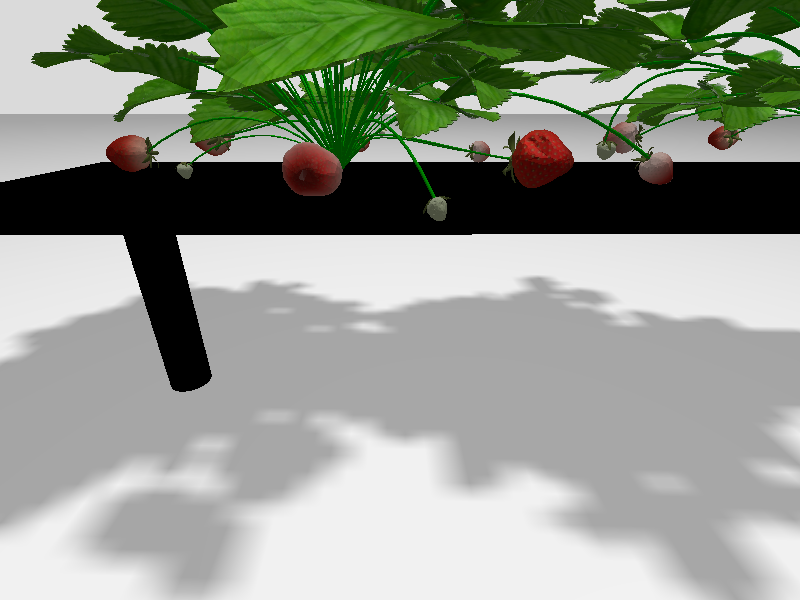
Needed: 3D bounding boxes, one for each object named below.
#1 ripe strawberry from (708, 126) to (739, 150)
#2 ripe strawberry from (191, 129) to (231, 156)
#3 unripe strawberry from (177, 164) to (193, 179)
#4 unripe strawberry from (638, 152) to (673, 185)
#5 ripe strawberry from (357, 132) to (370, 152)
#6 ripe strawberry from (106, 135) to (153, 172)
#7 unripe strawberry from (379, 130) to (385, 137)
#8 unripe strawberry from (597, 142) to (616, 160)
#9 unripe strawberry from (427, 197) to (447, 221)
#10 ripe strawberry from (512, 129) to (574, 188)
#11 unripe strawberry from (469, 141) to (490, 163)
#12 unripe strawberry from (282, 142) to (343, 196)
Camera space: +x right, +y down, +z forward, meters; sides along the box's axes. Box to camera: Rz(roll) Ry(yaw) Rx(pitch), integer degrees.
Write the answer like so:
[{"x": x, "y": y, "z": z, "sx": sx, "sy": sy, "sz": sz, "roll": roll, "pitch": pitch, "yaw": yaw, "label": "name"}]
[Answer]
[{"x": 0.382, "y": -0.192, "z": 0.475, "sx": 0.030, "sy": 0.027, "sz": 0.027, "roll": -3, "pitch": 17, "yaw": -6, "label": "ripe strawberry"}, {"x": -0.212, "y": -0.183, "z": 0.444, "sx": 0.044, "sy": 0.043, "sz": 0.041, "roll": 19, "pitch": 32, "yaw": 34, "label": "ripe strawberry"}, {"x": -0.166, "y": -0.099, "z": 0.309, "sx": 0.011, "sy": 0.011, "sz": 0.010, "roll": -6, "pitch": 27, "yaw": -12, "label": "unripe strawberry"}, {"x": 0.178, "y": -0.090, "z": 0.276, "sx": 0.020, "sy": 0.023, "sz": 0.023, "roll": -45, "pitch": 6, "yaw": 30, "label": "unripe strawberry"}, {"x": -0.044, "y": -0.180, "z": 0.458, "sx": 0.018, "sy": 0.021, "sz": 0.020, "roll": 1, "pitch": 13, "yaw": 2, "label": "ripe strawberry"}, {"x": -0.219, "y": -0.118, "z": 0.323, "sx": 0.032, "sy": 0.027, "sz": 0.032, "roll": -2, "pitch": 26, "yaw": -2, "label": "ripe strawberry"}, {"x": -0.024, "y": -0.218, "z": 0.523, "sx": 0.009, "sy": 0.010, "sz": 0.010, "roll": 3, "pitch": 26, "yaw": 6, "label": "unripe strawberry"}, {"x": 0.191, "y": -0.138, "z": 0.371, "sx": 0.016, "sy": 0.015, "sz": 0.014, "roll": 5, "pitch": 27, "yaw": 11, "label": "unripe strawberry"}, {"x": 0.018, "y": -0.043, "z": 0.192, "sx": 0.010, "sy": 0.011, "sz": 0.011, "roll": -11, "pitch": -14, "yaw": -21, "label": "unripe strawberry"}, {"x": 0.092, "y": -0.090, "z": 0.258, "sx": 0.037, "sy": 0.036, "sz": 0.040, "roll": 14, "pitch": 30, "yaw": 25, "label": "ripe strawberry"}, {"x": 0.078, "y": -0.144, "z": 0.388, "sx": 0.020, "sy": 0.020, "sz": 0.019, "roll": -11, "pitch": 29, "yaw": -23, "label": "unripe strawberry"}, {"x": -0.052, "y": -0.076, "z": 0.234, "sx": 0.035, "sy": 0.030, "sz": 0.035, "roll": 0, "pitch": 27, "yaw": 1, "label": "unripe strawberry"}]
